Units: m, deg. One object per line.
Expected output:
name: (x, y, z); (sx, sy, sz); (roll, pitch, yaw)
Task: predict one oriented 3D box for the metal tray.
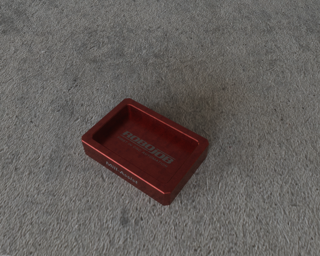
metal tray: (-0.018, 0.023, 0.381); (0.130, 0.030, 0.090); (29, 55, 22)
